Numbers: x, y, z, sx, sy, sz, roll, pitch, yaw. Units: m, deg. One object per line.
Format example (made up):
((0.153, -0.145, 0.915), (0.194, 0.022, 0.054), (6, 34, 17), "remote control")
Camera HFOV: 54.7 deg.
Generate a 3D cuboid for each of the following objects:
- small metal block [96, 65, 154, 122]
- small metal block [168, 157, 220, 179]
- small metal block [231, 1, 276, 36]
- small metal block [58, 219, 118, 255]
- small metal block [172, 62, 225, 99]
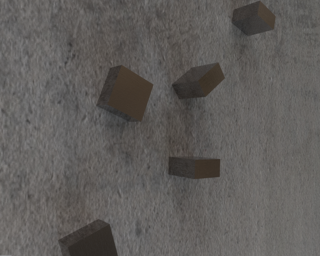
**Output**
((-0.041, -0.040, 0.372), (0.050, 0.025, 0.050), (28, 73, -37), "small metal block")
((0.048, 0.054, 0.431), (0.050, 0.050, 0.025), (4, 88, -40), "small metal block")
((0.158, -0.184, 0.524), (0.050, 0.050, 0.025), (21, 77, -39), "small metal block")
((-0.077, 0.137, 0.342), (0.050, 0.025, 0.050), (-20, 103, -38), "small metal block")
((0.054, -0.066, 0.436), (0.050, 0.050, 0.025), (-43, 117, -32), "small metal block")
